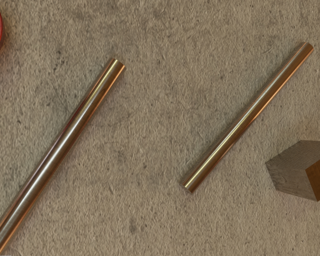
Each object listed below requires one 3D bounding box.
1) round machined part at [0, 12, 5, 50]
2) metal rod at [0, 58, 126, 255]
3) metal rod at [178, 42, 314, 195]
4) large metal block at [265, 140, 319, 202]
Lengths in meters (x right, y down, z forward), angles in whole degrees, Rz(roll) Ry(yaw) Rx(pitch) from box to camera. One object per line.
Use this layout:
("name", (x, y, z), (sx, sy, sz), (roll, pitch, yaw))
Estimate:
("round machined part", (-0.215, -0.104, 0.320), (0.099, 0.042, 0.097), (0, 90, -21))
("metal rod", (-0.130, 0.045, 0.361), (0.025, 0.025, 0.300), (35, 79, -17))
("metal rod", (0.135, -0.023, 0.460), (0.301, 0.025, 0.025), (-47, 105, -14))
("large metal block", (0.223, 0.060, 0.464), (0.081, 0.080, 0.050), (-27, 100, -18))
